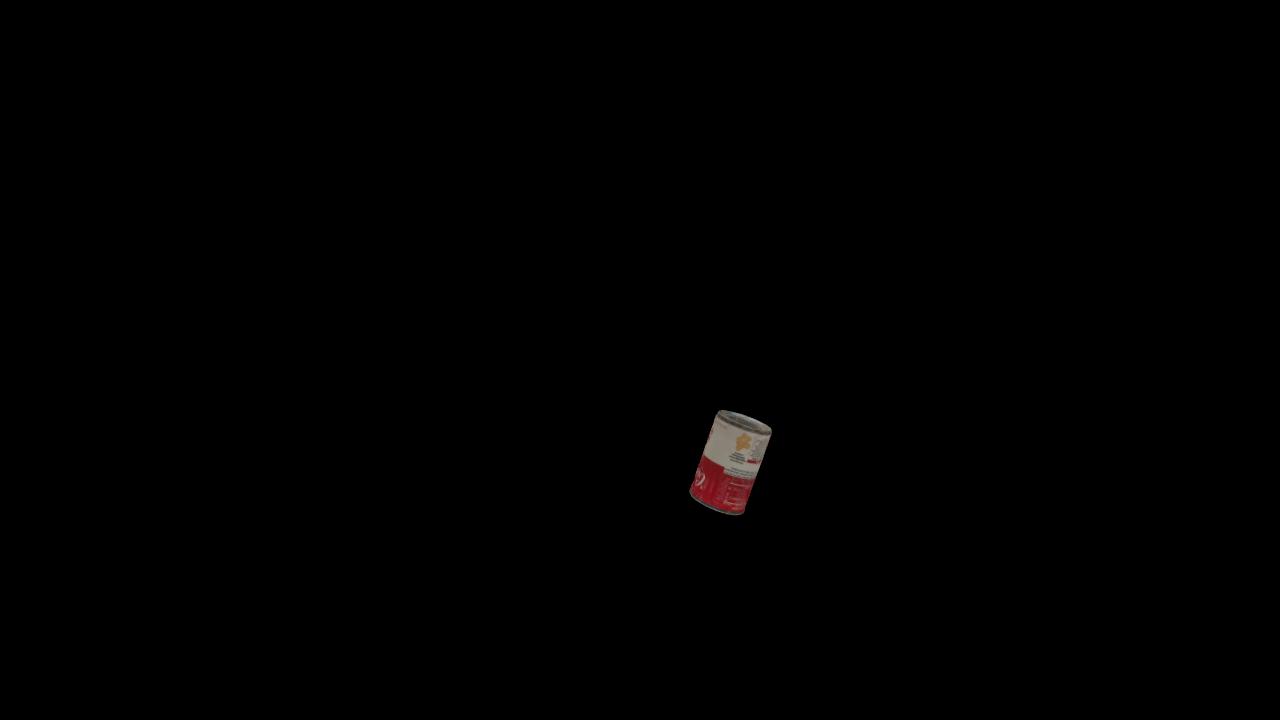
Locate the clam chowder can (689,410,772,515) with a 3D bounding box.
[{"bbox_3d":[0.104,0.116,0.706,0.068,0.102,0.068,18,8,-3],"label":"clam chowder can"}]
